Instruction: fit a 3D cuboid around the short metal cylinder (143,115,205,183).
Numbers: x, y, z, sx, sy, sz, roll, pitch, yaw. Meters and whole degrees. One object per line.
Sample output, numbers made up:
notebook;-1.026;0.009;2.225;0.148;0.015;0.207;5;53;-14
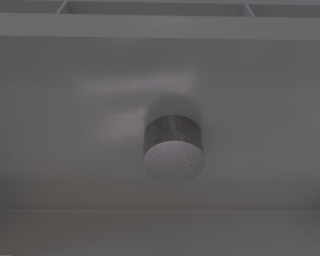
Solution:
short metal cylinder;0.018;0.029;0.418;0.080;0.050;0.080;0;130;0
